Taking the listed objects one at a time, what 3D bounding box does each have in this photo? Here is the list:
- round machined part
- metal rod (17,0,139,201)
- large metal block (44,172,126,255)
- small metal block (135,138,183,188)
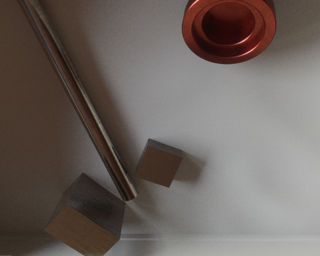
[{"bbox_3d":[0.076,-0.120,0.342,0.099,0.042,0.098,7,147,5],"label":"round machined part"},{"bbox_3d":[-0.099,-0.032,0.398,0.025,0.025,0.299,-21,109,7],"label":"metal rod"},{"bbox_3d":[-0.098,0.120,0.425,0.080,0.080,0.050,39,105,-14],"label":"large metal block"},{"bbox_3d":[-0.002,0.049,0.429,0.050,0.025,0.050,20,109,-8],"label":"small metal block"}]
